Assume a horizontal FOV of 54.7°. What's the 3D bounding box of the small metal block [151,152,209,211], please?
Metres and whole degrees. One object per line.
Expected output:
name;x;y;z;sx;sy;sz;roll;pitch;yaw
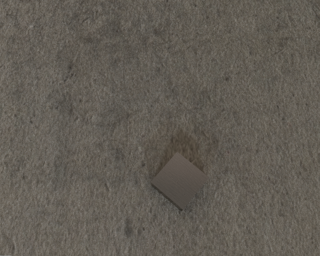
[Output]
small metal block;0.024;0.066;0.384;0.050;0.025;0.050;39;74;12
